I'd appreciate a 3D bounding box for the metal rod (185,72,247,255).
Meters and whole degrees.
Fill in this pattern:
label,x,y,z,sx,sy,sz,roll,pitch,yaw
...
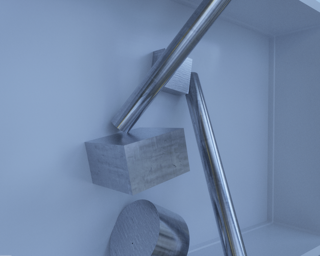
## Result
label,x,y,z,sx,sy,sz,roll,pitch,yaw
metal rod,0.069,0.060,0.386,0.025,0.025,0.299,11,57,-40

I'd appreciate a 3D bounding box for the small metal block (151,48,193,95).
label,x,y,z,sx,sy,sz,roll,pitch,yaw
small metal block,0.015,-0.075,0.421,0.050,0.025,0.050,11,83,-40

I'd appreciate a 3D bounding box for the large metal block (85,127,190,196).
label,x,y,z,sx,sy,sz,roll,pitch,yaw
large metal block,-0.026,0.032,0.351,0.081,0.080,0.050,-15,100,-39

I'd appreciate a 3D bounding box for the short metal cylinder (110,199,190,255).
label,x,y,z,sx,sy,sz,roll,pitch,yaw
short metal cylinder,-0.013,0.130,0.362,0.050,0.080,0.080,35,69,-35

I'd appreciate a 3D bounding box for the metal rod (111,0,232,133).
label,x,y,z,sx,sy,sz,roll,pitch,yaw
metal rod,0.044,-0.117,0.346,0.025,0.025,0.299,31,102,-36
